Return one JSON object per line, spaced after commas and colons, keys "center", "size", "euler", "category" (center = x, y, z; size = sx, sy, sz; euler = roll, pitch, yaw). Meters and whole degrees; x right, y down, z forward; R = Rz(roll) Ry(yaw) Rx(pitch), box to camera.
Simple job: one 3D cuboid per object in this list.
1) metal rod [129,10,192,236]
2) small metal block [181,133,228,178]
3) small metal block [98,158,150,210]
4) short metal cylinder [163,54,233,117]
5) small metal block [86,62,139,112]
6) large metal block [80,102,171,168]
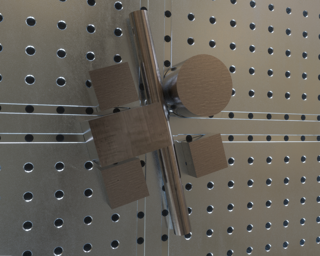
{"center": [0.002, -0.004, 0.414], "size": [0.025, 0.025, 0.298], "euler": [-13, 95, -20], "category": "metal rod"}
{"center": [0.063, 0.037, 0.437], "size": [0.050, 0.025, 0.050], "euler": [-16, 96, -20], "category": "small metal block"}
{"center": [-0.047, 0.069, 0.396], "size": [0.050, 0.025, 0.050], "euler": [-17, 96, -20], "category": "small metal block"}
{"center": [0.049, -0.055, 0.418], "size": [0.081, 0.050, 0.079], "euler": [0, 90, -21], "category": "short metal cylinder"}
{"center": [-0.060, -0.051, 0.391], "size": [0.050, 0.025, 0.050], "euler": [-19, 97, -19], "category": "small metal block"}
{"center": [-0.044, 0.006, 0.366], "size": [0.081, 0.080, 0.050], "euler": [-16, 96, -20], "category": "large metal block"}
